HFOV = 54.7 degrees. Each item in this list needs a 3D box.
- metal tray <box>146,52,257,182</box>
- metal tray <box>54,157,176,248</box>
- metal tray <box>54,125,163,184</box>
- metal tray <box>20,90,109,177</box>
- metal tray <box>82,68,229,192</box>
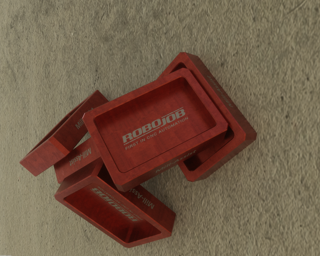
[{"bbox_3d":[0.040,-0.014,0.369,0.090,0.030,0.130,-46,63,30],"label":"metal tray"},{"bbox_3d":[-0.055,0.100,0.393,0.090,0.130,0.030,-31,26,36],"label":"metal tray"},{"bbox_3d":[-0.070,0.036,0.420,0.130,0.091,0.030,-31,71,35],"label":"metal tray"},{"bbox_3d":[-0.135,0.004,0.453,0.090,0.130,0.030,-30,110,35],"label":"metal tray"},{"bbox_3d":[-0.005,-0.001,0.336,0.131,0.030,0.090,-27,67,-11],"label":"metal tray"}]
